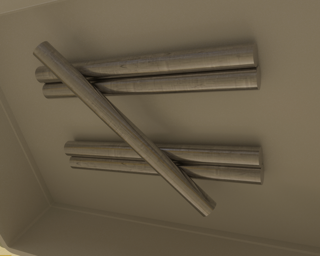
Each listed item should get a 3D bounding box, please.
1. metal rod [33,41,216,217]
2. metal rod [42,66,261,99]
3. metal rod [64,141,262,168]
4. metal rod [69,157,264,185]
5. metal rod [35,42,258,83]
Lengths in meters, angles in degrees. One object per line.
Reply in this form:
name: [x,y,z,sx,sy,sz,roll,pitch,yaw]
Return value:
metal rod: [-0.043,0.003,0.400,0.300,0.025,0.025,44,129,-3]
metal rod: [-0.031,-0.053,0.390,0.300,0.025,0.025,1,119,27]
metal rod: [-0.014,0.034,0.435,0.300,0.025,0.025,0,119,28]
metal rod: [-0.009,0.056,0.445,0.300,0.025,0.025,0,119,28]
metal rod: [-0.037,-0.075,0.379,0.300,0.025,0.025,1,119,27]
